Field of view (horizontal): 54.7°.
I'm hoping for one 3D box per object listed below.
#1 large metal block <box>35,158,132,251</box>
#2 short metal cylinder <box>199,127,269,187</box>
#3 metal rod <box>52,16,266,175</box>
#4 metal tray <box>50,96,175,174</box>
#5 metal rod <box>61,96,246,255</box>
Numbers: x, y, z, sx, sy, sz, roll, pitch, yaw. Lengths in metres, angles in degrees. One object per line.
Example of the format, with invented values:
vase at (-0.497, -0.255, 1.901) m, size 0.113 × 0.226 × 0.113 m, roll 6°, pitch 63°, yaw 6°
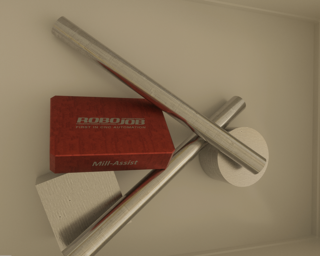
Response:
large metal block at (-0.089, 0.083, 0.360) m, size 0.081 × 0.050 × 0.080 m, roll -20°, pitch 97°, yaw -19°
short metal cylinder at (0.103, 0.038, 0.434) m, size 0.081 × 0.050 × 0.079 m, roll 0°, pitch 90°, yaw -21°
metal rod at (0.003, -0.037, 0.380) m, size 0.301 × 0.025 × 0.025 m, roll 35°, pitch 78°, yaw -5°
metal tray at (-0.057, 0.005, 0.356) m, size 0.131 × 0.030 × 0.090 m, roll 0°, pitch 46°, yaw -19°
metal rod at (0.013, 0.047, 0.376) m, size 0.302 × 0.025 × 0.025 m, roll -39°, pitch 103°, yaw -30°
